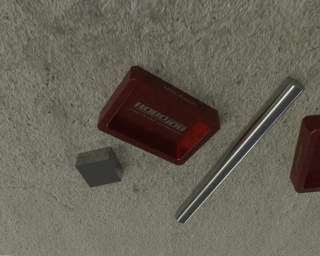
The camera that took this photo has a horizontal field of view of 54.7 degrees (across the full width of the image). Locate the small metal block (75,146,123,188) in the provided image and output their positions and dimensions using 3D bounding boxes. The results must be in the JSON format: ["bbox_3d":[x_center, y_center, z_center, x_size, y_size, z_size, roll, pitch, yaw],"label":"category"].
[{"bbox_3d":[-0.088,0.058,0.456,0.050,0.025,0.050,-13,129,10],"label":"small metal block"}]

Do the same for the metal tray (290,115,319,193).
[{"bbox_3d":[0.244,0.038,0.439,0.091,0.030,0.129,-6,130,4],"label":"metal tray"}]

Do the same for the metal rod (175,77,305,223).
[{"bbox_3d":[0.099,0.051,0.452,0.025,0.025,0.298,19,128,-16],"label":"metal rod"}]

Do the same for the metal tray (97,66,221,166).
[{"bbox_3d":[-0.001,-0.010,0.395,0.131,0.030,0.090,26,125,-21],"label":"metal tray"}]
